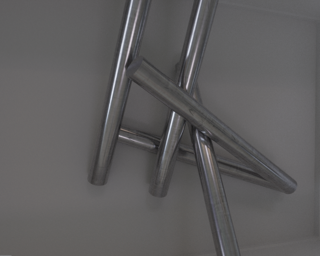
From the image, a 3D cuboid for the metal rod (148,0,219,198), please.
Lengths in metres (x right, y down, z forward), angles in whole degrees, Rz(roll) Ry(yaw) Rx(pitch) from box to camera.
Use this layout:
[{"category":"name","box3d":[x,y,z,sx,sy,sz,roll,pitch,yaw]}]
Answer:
[{"category":"metal rod","box3d":[0.029,-0.052,0.355,0.025,0.025,0.298,5,112,-20]}]

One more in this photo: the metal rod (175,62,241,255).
[{"category":"metal rod","box3d":[0.058,0.050,0.368,0.025,0.025,0.299,-2,66,-20]}]

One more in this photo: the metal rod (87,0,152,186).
[{"category":"metal rod","box3d":[-0.038,-0.068,0.329,0.025,0.025,0.298,8,113,-20]}]

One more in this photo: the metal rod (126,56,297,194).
[{"category":"metal rod","box3d":[0.082,0.013,0.376,0.301,0.025,0.025,34,79,-31]}]

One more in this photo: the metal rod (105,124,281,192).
[{"category":"metal rod","box3d":[0.067,0.046,0.434,0.302,0.025,0.025,18,84,-19]}]
